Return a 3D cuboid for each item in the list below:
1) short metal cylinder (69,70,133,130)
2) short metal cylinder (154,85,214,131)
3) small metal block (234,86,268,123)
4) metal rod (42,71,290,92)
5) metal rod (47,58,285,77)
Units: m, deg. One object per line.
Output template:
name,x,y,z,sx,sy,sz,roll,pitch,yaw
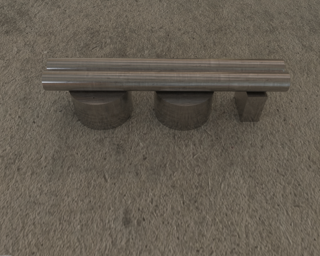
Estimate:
short metal cylinder,-0.079,-0.043,0.423,0.081,0.050,0.080,0,50,0
short metal cylinder,0.032,-0.042,0.424,0.081,0.050,0.080,0,50,0
small metal block,0.123,-0.042,0.426,0.025,0.050,0.050,-1,50,-1
metal rod,0.008,-0.058,0.388,0.302,0.025,0.025,0,50,0
metal rod,0.008,-0.079,0.405,0.302,0.025,0.025,0,50,0
